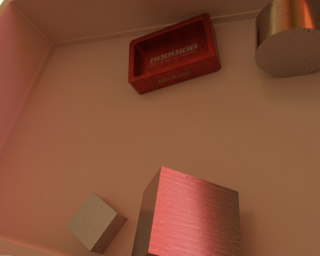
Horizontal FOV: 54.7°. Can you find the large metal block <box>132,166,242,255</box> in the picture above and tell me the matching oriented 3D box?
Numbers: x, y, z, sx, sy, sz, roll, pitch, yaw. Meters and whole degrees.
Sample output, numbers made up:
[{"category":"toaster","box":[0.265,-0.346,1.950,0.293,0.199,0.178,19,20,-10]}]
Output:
[{"category":"large metal block","box":[0.024,0.092,0.282,0.080,0.050,0.080,20,46,-11]}]

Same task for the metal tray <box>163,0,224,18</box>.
[{"category":"metal tray","box":[0.069,-0.245,0.517,0.090,0.030,0.130,7,65,31]}]

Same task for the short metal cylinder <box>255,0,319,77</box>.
[{"category":"short metal cylinder","box":[0.151,-0.103,0.354,0.080,0.080,0.050,-5,60,25]}]

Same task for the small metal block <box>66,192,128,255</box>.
[{"category":"small metal block","box":[-0.076,0.114,0.374,0.050,0.025,0.050,28,77,37]}]

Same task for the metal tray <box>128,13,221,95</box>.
[{"category":"metal tray","box":[0.018,-0.109,0.458,0.130,0.030,0.090,-15,56,19]}]
